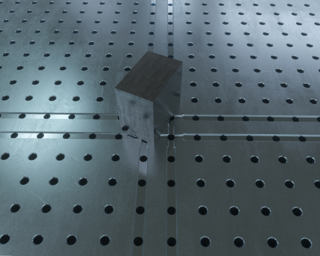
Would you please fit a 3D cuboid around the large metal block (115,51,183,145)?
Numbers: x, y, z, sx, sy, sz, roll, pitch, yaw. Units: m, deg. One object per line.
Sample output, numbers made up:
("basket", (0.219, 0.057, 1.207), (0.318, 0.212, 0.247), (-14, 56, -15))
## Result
("large metal block", (-0.012, -0.040, 0.405), (0.050, 0.080, 0.080), (21, 53, 17))
